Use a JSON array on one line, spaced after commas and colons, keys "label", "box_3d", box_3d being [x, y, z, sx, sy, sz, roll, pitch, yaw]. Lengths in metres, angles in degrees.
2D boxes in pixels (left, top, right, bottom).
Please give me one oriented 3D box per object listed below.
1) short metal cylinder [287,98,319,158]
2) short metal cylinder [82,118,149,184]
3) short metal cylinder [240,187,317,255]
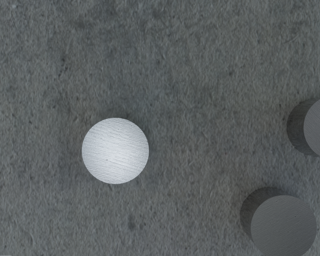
[{"label": "short metal cylinder", "box_3d": [0.214, -0.001, 0.400, 0.081, 0.050, 0.079, 0, 90, -1]}, {"label": "short metal cylinder", "box_3d": [-0.054, 0.027, 0.397, 0.081, 0.050, 0.079, 0, 90, -1]}, {"label": "short metal cylinder", "box_3d": [0.150, 0.121, 0.400, 0.081, 0.050, 0.079, 0, 90, -1]}]
